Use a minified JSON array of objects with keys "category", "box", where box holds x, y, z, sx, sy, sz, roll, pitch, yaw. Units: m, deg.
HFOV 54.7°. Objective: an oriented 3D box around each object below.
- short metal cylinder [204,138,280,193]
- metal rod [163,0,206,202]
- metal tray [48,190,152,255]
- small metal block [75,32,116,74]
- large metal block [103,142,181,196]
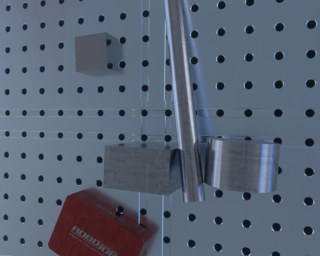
[{"category":"short metal cylinder","box":[0.092,0.039,0.351,0.080,0.080,0.050,4,92,19]},{"category":"metal rod","box":[0.026,-0.063,0.377,0.025,0.025,0.298,-9,77,19]},{"category":"metal tray","box":[-0.087,0.159,0.439,0.130,0.030,0.089,25,98,17]},{"category":"small metal block","box":[-0.093,-0.106,0.444,0.050,0.025,0.050,-2,89,19]},{"category":"large metal block","box":[-0.014,0.047,0.387,0.080,0.080,0.050,3,91,19]}]
